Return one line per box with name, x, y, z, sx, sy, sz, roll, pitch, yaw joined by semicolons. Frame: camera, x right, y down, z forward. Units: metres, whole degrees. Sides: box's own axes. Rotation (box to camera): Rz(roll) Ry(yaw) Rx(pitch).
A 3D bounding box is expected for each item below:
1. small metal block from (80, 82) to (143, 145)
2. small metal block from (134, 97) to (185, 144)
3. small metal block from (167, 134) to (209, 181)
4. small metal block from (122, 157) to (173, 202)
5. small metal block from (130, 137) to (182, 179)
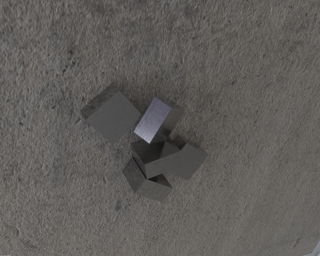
small metal block;-0.056;-0.017;0.366;0.050;0.025;0.050;-41;130;0
small metal block;0.001;-0.010;0.386;0.050;0.025;0.050;-58;161;13
small metal block;0.034;0.044;0.452;0.050;0.025;0.050;28;103;-38
small metal block;-0.018;0.071;0.425;0.050;0.050;0.025;27;104;-37
small metal block;-0.005;0.035;0.409;0.050;0.050;0.025;-19;126;-18
